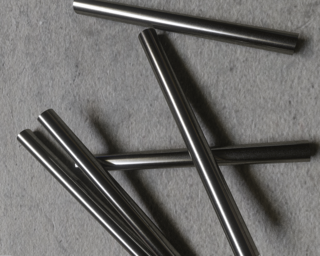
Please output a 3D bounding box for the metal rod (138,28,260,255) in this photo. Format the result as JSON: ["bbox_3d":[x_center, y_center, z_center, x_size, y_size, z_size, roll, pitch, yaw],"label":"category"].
[{"bbox_3d":[0.038,0.007,0.372,0.025,0.025,0.299,-28,72,17],"label":"metal rod"}]

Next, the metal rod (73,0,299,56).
[{"bbox_3d":[0.019,-0.137,0.401,0.301,0.025,0.025,17,96,18],"label":"metal rod"}]

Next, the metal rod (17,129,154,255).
[{"bbox_3d":[-0.100,0.104,0.442,0.300,0.025,0.025,40,102,15],"label":"metal rod"}]

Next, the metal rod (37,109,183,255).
[{"bbox_3d":[-0.055,0.092,0.407,0.025,0.025,0.300,-44,84,14],"label":"metal rod"}]

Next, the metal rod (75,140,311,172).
[{"bbox_3d":[0.027,0.039,0.398,0.301,0.025,0.025,-5,88,19],"label":"metal rod"}]
